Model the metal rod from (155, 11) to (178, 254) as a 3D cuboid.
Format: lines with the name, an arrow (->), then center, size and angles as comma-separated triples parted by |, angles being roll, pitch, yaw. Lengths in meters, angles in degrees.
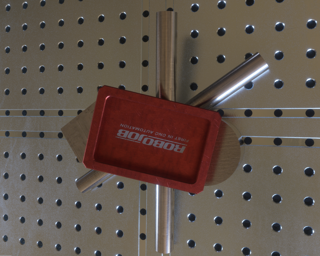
metal rod -> 0.007, 0.013, 0.385 | 0.025, 0.025, 0.298 | 4, 101, 19

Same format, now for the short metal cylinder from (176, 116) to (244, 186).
short metal cylinder -> 0.059, 0.026, 0.377 | 0.080, 0.050, 0.079 | 0, 90, 19

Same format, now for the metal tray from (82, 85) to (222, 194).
metal tray -> -0.008, 0.012, 0.337 | 0.131, 0.030, 0.089 | 13, 95, 0

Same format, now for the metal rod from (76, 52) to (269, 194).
metal rod -> 0.005, 0.002, 0.410 | 0.300, 0.025, 0.025 | -35, 79, 16

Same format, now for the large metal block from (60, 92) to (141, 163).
large metal block -> -0.065, -0.001, 0.404 | 0.080, 0.080, 0.050 | -35, 79, 16
